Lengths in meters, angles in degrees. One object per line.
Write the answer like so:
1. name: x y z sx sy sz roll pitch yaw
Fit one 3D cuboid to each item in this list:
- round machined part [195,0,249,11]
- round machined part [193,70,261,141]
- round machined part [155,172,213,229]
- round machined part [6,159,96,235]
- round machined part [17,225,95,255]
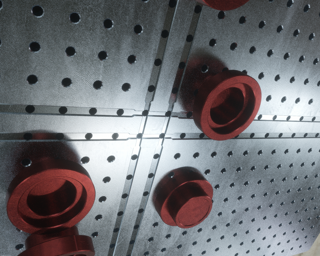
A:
1. round machined part: 0.065 -0.179 0.327 0.099 0.042 0.097 -14 125 -21
2. round machined part: 0.088 -0.034 0.429 0.099 0.042 0.097 -14 125 -21
3. round machined part: 0.046 0.124 0.504 0.099 0.042 0.097 -14 124 -21
4. round machined part: -0.132 0.078 0.376 0.099 0.042 0.097 -14 124 -21
5. round machined part: -0.139 0.161 0.410 0.099 0.042 0.098 -17 149 -10
